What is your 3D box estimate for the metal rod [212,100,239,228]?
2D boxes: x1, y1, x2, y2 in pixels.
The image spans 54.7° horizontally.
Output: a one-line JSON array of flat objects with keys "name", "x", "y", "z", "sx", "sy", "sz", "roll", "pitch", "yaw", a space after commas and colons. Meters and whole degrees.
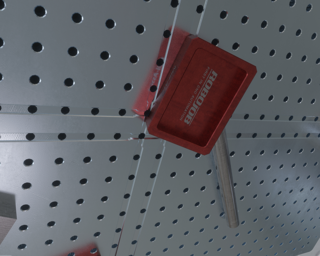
[{"name": "metal rod", "x": 0.106, "y": 0.070, "z": 0.511, "sx": 0.025, "sy": 0.025, "sz": 0.299, "roll": -27, "pitch": 128, "yaw": -12}]

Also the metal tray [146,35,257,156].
[{"name": "metal tray", "x": 0.049, "y": -0.038, "z": 0.391, "sx": 0.091, "sy": 0.030, "sz": 0.129, "roll": 22, "pitch": 107, "yaw": -16}]

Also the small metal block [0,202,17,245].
[{"name": "small metal block", "x": -0.208, "y": 0.114, "z": 0.368, "sx": 0.050, "sy": 0.025, "sz": 0.050, "roll": 27, "pitch": 104, "yaw": -37}]
